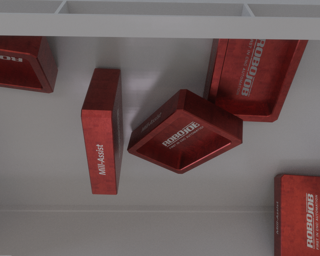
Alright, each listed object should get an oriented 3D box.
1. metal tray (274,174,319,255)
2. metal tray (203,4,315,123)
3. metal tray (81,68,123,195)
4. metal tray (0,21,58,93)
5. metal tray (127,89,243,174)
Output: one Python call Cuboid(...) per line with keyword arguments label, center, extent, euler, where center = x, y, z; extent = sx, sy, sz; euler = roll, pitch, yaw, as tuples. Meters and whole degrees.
Cuboid(label="metal tray", center=(0.221, 0.137, 0.463), extent=(0.091, 0.129, 0.030), euler=(4, 170, 1))
Cuboid(label="metal tray", center=(0.102, -0.067, 0.349), extent=(0.091, 0.030, 0.129), euler=(2, 130, -2))
Cuboid(label="metal tray", center=(-0.064, 0.006, 0.370), extent=(0.030, 0.090, 0.129), euler=(2, 130, -2))
Cuboid(label="metal tray", center=(-0.179, -0.074, 0.312), extent=(0.131, 0.030, 0.090), euler=(7, 163, -7))
Cuboid(label="metal tray", center=(0.027, 0.012, 0.389), extent=(0.090, 0.030, 0.129), euler=(26, 144, -21))
